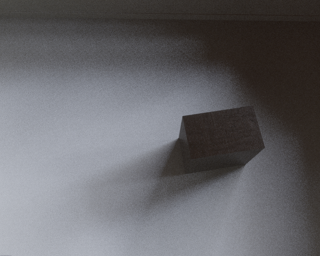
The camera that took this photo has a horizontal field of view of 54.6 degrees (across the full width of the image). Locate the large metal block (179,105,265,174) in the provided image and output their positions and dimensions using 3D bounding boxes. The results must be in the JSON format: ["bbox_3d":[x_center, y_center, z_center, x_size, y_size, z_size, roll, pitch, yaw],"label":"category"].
[{"bbox_3d":[0.069,0.017,0.375,0.080,0.080,0.050,-9,70,-3],"label":"large metal block"}]
